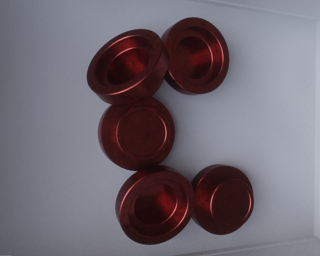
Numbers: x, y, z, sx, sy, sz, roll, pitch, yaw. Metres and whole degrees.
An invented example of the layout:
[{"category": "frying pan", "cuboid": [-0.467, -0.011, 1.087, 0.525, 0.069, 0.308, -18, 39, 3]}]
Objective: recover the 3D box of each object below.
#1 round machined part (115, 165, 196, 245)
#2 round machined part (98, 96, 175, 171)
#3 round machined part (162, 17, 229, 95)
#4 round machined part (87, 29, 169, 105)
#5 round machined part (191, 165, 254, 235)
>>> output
[{"category": "round machined part", "cuboid": [-0.008, 0.092, 0.391, 0.099, 0.042, 0.097, -6, 106, -21]}, {"category": "round machined part", "cuboid": [-0.026, 0.006, 0.392, 0.099, 0.042, 0.097, 0, 90, -20]}, {"category": "round machined part", "cuboid": [0.040, -0.092, 0.412, 0.099, 0.042, 0.097, 0, 90, -27]}, {"category": "round machined part", "cuboid": [-0.034, -0.067, 0.369, 0.098, 0.098, 0.042, -53, 141, -12]}, {"category": "round machined part", "cuboid": [0.091, 0.102, 0.435, 0.099, 0.042, 0.097, 0, 90, -20]}]
